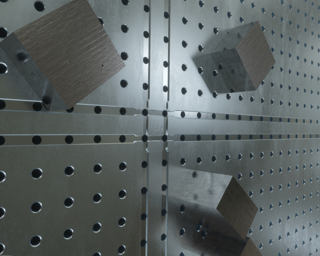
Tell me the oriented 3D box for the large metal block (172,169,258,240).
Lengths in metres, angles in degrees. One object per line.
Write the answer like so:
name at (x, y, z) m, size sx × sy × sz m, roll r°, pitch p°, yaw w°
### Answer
large metal block at (0.079, 0.107, 0.442) m, size 0.080 × 0.080 × 0.050 m, roll 50°, pitch 61°, yaw -29°

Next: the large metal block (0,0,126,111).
large metal block at (-0.096, -0.073, 0.314) m, size 0.080 × 0.050 × 0.080 m, roll -45°, pitch 118°, yaw -31°

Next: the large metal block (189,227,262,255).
large metal block at (0.105, 0.197, 0.465) m, size 0.050 × 0.080 × 0.080 m, roll -51°, pitch 120°, yaw -28°

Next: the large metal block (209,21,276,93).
large metal block at (0.139, -0.116, 0.512) m, size 0.080 × 0.050 × 0.080 m, roll -50°, pitch 120°, yaw -29°
